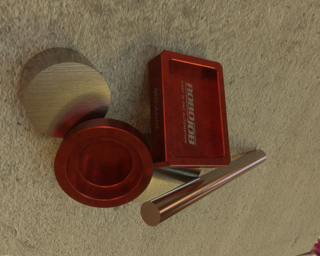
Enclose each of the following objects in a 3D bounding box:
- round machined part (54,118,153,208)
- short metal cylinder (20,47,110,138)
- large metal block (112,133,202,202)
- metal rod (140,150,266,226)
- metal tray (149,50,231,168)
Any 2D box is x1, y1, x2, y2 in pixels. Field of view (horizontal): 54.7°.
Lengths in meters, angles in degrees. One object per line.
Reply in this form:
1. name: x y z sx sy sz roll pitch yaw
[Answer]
1. round machined part: -0.058 0.033 0.330 0.099 0.042 0.097 -3 116 -5
2. short metal cylinder: -0.097 -0.037 0.317 0.081 0.050 0.079 -14 125 -21
3. large metal block: -0.006 0.048 0.400 0.081 0.080 0.050 4 116 -31
4. metal rod: 0.082 0.066 0.420 0.302 0.025 0.025 -11 127 -52
5. metal tray: 0.035 -0.019 0.365 0.091 0.030 0.129 5 76 -31
